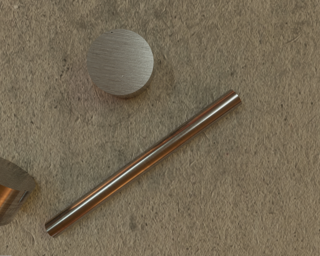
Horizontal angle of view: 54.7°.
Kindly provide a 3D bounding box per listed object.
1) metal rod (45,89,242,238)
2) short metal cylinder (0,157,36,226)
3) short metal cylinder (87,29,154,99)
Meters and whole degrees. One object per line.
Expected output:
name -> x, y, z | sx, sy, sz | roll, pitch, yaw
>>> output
metal rod -> -0.021, 0.047, 0.409 | 0.301, 0.025, 0.025 | -36, 90, 0
short metal cylinder -> -0.204, 0.074, 0.381 | 0.080, 0.080, 0.050 | 34, 90, 0
short metal cylinder -> -0.048, -0.079, 0.397 | 0.081, 0.050, 0.080 | 0, 90, 0
